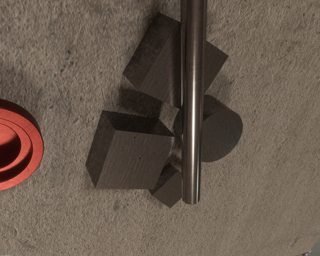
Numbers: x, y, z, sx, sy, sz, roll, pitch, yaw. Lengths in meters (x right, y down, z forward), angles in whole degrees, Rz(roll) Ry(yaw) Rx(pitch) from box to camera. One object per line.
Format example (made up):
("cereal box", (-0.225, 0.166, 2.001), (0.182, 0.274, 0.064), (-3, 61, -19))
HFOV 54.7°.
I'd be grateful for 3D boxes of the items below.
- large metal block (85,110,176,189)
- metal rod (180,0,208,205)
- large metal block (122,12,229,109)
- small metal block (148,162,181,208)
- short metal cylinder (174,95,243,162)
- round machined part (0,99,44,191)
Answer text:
("large metal block", (-0.039, 0.029, 0.389), (0.081, 0.050, 0.079), (8, 115, -32))
("metal rod", (0.036, -0.028, 0.346), (0.025, 0.025, 0.298), (-16, 126, -20))
("large metal block", (0.017, -0.073, 0.357), (0.080, 0.050, 0.080), (21, 107, -37))
("small metal block", (0.015, 0.088, 0.471), (0.050, 0.025, 0.050), (-44, 130, 2))
("short metal cylinder", (0.066, 0.001, 0.429), (0.081, 0.050, 0.079), (-14, 125, -21))
("round machined part", (-0.172, 0.014, 0.311), (0.099, 0.042, 0.097), (-14, 125, -21))
